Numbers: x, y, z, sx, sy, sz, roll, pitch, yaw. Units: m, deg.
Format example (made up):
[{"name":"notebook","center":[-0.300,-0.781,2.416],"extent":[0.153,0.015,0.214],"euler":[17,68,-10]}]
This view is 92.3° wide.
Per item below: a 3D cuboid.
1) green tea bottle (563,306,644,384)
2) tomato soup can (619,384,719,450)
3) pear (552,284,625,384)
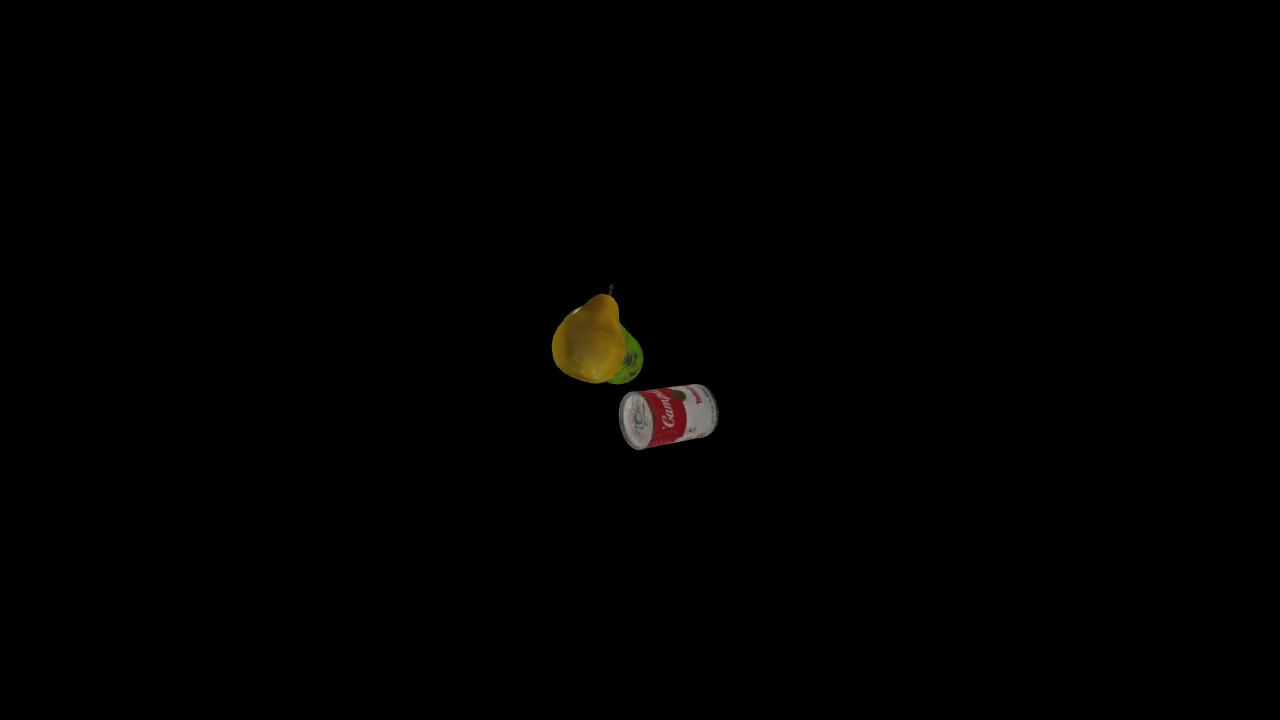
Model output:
[{"name":"green tea bottle","center":[-0.038,-0.009,0.765],"extent":[0.073,0.073,0.212],"euler":[0,-10,10]},{"name":"tomato soup can","center":[0.035,0.066,0.726],"extent":[0.101,0.068,0.068],"euler":[-5,3,-35]},{"name":"pear","center":[-0.044,-0.033,0.637],"extent":[0.080,0.111,0.080],"euler":[18,-11,3]}]
